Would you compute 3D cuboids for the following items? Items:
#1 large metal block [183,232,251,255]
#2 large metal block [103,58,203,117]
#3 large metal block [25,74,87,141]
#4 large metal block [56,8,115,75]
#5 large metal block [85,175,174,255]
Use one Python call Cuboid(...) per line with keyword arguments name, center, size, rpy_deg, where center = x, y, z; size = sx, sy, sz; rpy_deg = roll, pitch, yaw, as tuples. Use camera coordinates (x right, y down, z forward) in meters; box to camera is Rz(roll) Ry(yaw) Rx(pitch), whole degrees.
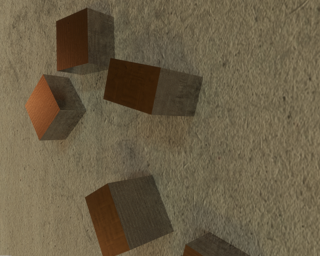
Cuboid(name="large metal block", center=(0.065, 0.175, 0.335), size=(0.080, 0.050, 0.079), rpy_deg=(21, 103, 38))
Cuboid(name="large metal block", center=(-0.008, -0.048, 0.376), size=(0.080, 0.081, 0.050), rpy_deg=(20, 103, 38))
Cuboid(name="large metal block", center=(-0.184, -0.034, 0.541), size=(0.080, 0.050, 0.080), rpy_deg=(-47, 62, 30))
Cuboid(name="large metal block", center=(-0.117, -0.131, 0.486), size=(0.080, 0.050, 0.080), rpy_deg=(-2, 89, 40))
Cuboid(name="large metal block", center=(-0.039, 0.112, 0.401), size=(0.050, 0.081, 0.080), rpy_deg=(-35, 69, 35))
